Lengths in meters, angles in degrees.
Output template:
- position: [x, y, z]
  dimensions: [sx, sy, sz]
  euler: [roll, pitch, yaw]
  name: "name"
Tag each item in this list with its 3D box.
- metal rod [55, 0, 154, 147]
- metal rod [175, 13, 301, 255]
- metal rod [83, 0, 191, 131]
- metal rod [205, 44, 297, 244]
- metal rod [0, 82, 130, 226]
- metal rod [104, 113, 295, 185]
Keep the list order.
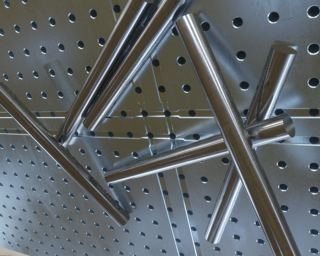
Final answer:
- position: [-0.094, -0.056, 0.427]
  dimensions: [0.025, 0.025, 0.298]
  euler: [41, 129, 0]
  name: "metal rod"
- position: [0.083, 0.024, 0.312]
  dimensions: [0.025, 0.025, 0.299]
  euler: [-26, 83, 37]
  name: "metal rod"
- position: [-0.024, -0.090, 0.368]
  dimensions: [0.025, 0.025, 0.299]
  euler: [43, 129, -1]
  name: "metal rod"
- position: [0.100, 0.044, 0.385]
  dimensions: [0.025, 0.025, 0.298]
  euler: [21, 126, 16]
  name: "metal rod"
- position: [-0.150, 0.052, 0.495]
  dimensions: [0.025, 0.025, 0.300]
  euler: [-22, 115, 36]
  name: "metal rod"
- position: [0.023, 0.038, 0.403]
  dimensions: [0.299, 0.025, 0.025]
  euler: [-22, 107, 42]
  name: "metal rod"
